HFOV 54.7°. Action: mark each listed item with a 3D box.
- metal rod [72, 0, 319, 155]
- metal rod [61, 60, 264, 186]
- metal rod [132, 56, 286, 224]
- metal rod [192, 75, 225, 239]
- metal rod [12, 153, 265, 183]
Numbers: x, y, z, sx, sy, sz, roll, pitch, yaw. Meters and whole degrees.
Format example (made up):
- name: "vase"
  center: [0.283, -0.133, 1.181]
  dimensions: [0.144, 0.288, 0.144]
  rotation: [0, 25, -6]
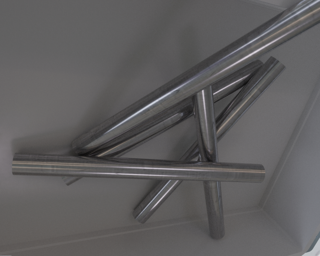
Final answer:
- name: "metal rod"
  center: [0.024, -0.041, 0.312]
  dimensions: [0.300, 0.025, 0.025]
  rotation: [-29, 134, 24]
- name: "metal rod"
  center: [0.011, -0.012, 0.407]
  dimensions: [0.301, 0.025, 0.025]
  rotation: [-29, 128, -10]
- name: "metal rod"
  center: [0.061, 0.026, 0.438]
  dimensions: [0.025, 0.025, 0.299]
  rotation: [28, 109, -38]
- name: "metal rod"
  center: [0.070, 0.058, 0.431]
  dimensions: [0.025, 0.025, 0.298]
  rotation: [-23, 128, -14]
- name: "metal rod"
  center: [-0.014, 0.050, 0.377]
  dimensions: [0.302, 0.025, 0.025]
  rotation: [4, 118, -13]
